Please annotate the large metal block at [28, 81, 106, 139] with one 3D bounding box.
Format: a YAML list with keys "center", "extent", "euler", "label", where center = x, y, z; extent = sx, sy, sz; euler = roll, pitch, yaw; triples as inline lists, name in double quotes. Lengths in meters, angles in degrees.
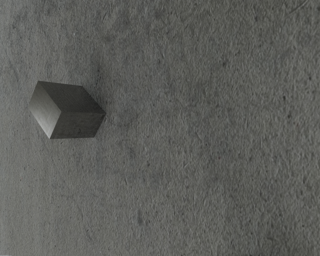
- center: [-0.147, -0.028, 0.491]
  extent: [0.080, 0.081, 0.050]
  euler: [45, 117, 30]
  label: "large metal block"
